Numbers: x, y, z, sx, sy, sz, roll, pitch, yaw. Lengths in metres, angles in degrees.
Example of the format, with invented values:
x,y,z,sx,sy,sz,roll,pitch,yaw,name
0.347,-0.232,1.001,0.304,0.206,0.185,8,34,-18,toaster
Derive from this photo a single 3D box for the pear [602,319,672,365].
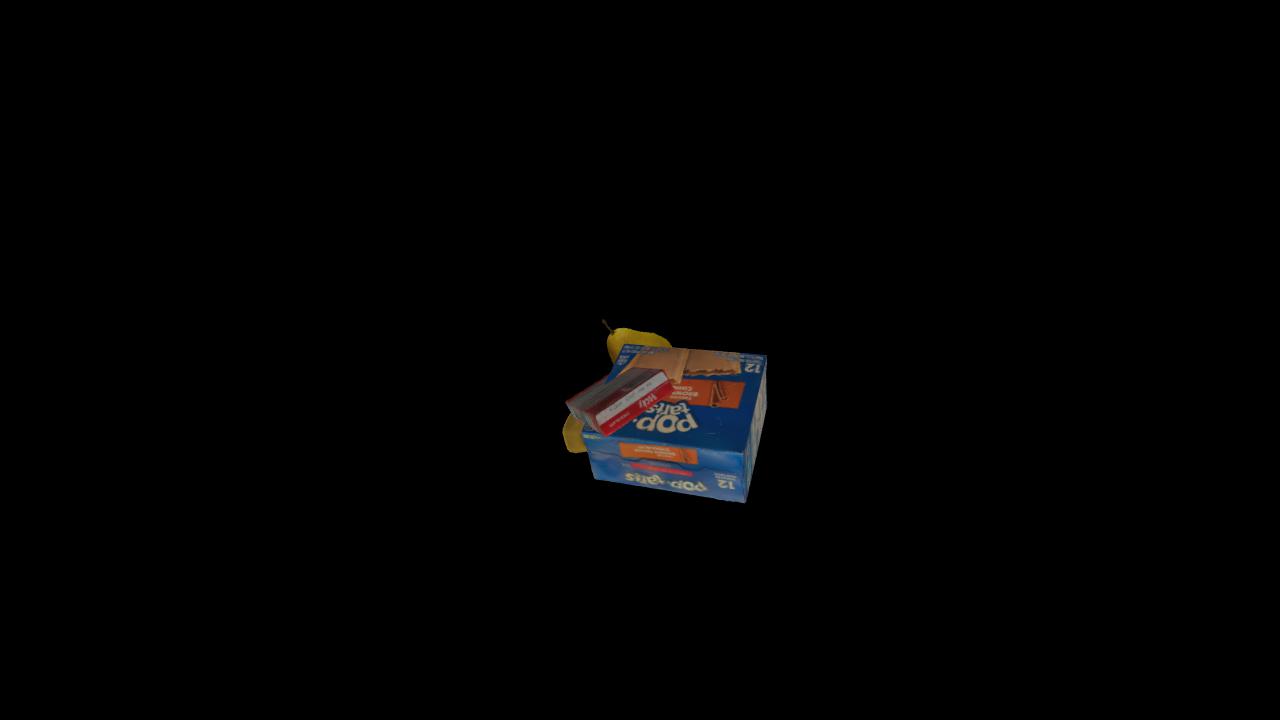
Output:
x,y,z,sx,sy,sz,roll,pitch,yaw,name
-0.008,-0.005,0.734,0.080,0.080,0.111,0,-27,47,pear

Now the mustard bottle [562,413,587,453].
x,y,z,sx,sy,sz,roll,pitch,yaw,name
0.008,0.068,0.710,0.184,0.054,0.092,-10,7,26,mustard bottle

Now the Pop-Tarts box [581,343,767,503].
x,y,z,sx,sy,sz,roll,pitch,yaw,name
0.043,0.062,0.659,0.167,0.083,0.141,5,44,20,Pop-Tarts box

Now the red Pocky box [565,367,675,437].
x,y,z,sx,sy,sz,roll,pitch,yaw,name
-0.026,0.039,0.643,0.083,0.028,0.155,-34,10,-13,red Pocky box
